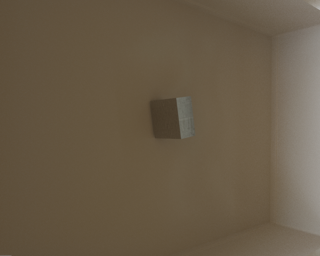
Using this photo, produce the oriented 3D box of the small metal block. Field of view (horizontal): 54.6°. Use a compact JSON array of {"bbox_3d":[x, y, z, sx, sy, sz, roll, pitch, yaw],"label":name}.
[{"bbox_3d":[0.016,-0.013,0.398,0.025,0.050,0.050,-11,97,-39],"label":"small metal block"}]
